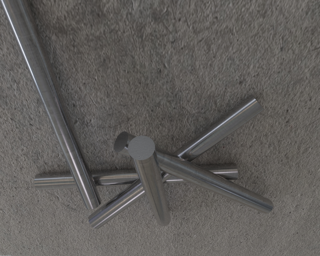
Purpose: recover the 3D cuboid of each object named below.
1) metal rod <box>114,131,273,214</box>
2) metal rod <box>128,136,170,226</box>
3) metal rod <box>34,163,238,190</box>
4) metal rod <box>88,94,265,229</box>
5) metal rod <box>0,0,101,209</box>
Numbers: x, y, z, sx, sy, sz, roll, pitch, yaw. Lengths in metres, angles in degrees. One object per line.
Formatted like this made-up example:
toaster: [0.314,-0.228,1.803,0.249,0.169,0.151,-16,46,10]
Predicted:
metal rod: [0.066,0.072,0.425,0.301,0.025,0.025,28,126,-35]
metal rod: [-0.005,0.089,0.415,0.025,0.025,0.299,-4,151,3]
metal rod: [-0.037,0.074,0.469,0.302,0.025,0.025,-3,130,2]
metal rod: [0.010,0.056,0.429,0.299,0.025,0.025,-39,121,19]
metal rod: [-0.122,-0.009,0.380,0.025,0.025,0.298,-6,125,5]
